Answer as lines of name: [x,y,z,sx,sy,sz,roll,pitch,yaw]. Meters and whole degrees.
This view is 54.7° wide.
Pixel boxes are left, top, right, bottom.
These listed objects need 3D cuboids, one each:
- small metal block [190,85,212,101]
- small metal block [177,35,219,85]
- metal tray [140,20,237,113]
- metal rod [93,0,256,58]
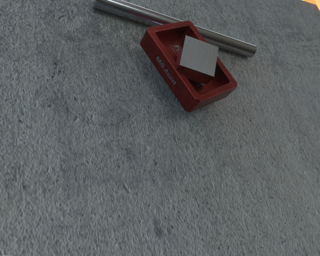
small metal block: [0.053,-0.073,0.478,0.050,0.025,0.050,46,51,3]
small metal block: [0.051,-0.095,0.433,0.050,0.025,0.050,17,67,-11]
metal tray: [0.042,-0.093,0.450,0.091,0.030,0.130,-24,74,-36]
metal rod: [0.038,-0.170,0.530,0.302,0.025,0.025,10,58,-23]
